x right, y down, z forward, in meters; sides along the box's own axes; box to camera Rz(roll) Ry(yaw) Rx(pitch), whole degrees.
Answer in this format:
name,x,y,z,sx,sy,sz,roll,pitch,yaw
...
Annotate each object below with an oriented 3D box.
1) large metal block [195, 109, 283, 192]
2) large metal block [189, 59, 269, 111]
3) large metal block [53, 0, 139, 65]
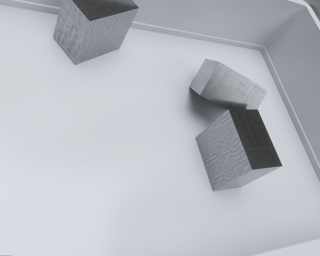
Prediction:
name,x,y,z,sx,sy,sz,roll,pitch,yaw
large metal block,0.099,0.030,0.408,0.050,0.080,0.080,-1,63,-29
large metal block,0.097,-0.058,0.454,0.080,0.050,0.080,27,12,-12
large metal block,-0.086,-0.139,0.410,0.081,0.080,0.050,-33,81,-38
